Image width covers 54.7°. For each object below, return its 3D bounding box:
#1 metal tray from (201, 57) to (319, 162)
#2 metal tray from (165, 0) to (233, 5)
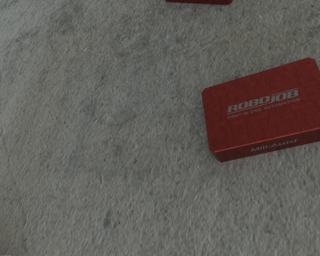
[{"bbox_3d":[0.118,-0.019,0.350,0.130,0.030,0.090,-15,56,19],"label":"metal tray"},{"bbox_3d":[0.073,-0.251,0.514,0.130,0.030,0.090,19,72,35],"label":"metal tray"}]
